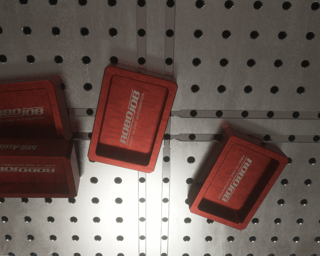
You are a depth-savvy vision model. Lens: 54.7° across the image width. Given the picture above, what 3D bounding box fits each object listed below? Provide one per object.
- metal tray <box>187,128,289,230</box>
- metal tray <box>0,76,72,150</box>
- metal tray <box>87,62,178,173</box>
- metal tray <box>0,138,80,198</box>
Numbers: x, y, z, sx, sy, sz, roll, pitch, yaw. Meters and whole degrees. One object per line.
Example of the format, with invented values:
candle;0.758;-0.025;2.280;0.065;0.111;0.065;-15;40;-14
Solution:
metal tray;0.107;0.075;0.439;0.090;0.030;0.129;22;108;-9
metal tray;-0.190;-0.016;0.402;0.131;0.030;0.089;-5;110;1
metal tray;-0.037;-0.011;0.405;0.091;0.030;0.129;14;109;-6
metal tray;-0.177;0.055;0.405;0.131;0.030;0.089;2;135;-5
